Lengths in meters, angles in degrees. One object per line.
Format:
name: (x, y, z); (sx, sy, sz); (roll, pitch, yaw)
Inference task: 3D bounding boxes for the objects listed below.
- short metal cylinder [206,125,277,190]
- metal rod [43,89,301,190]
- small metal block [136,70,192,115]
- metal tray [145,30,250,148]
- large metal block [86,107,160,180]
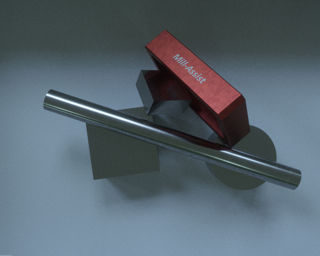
short metal cylinder: (0.101, 0.035, 0.399); (0.081, 0.050, 0.079); (0, 90, -1)
metal rod: (0.015, 0.014, 0.359); (0.302, 0.025, 0.025); (18, 90, -1)
small metal block: (0.004, -0.044, 0.376); (0.050, 0.025, 0.050); (-4, 54, -27)
metal tray: (0.043, -0.044, 0.353); (0.030, 0.090, 0.130); (-41, 61, -1)
large metal block: (-0.045, 0.018, 0.397); (0.081, 0.050, 0.080); (-8, 90, -1)
